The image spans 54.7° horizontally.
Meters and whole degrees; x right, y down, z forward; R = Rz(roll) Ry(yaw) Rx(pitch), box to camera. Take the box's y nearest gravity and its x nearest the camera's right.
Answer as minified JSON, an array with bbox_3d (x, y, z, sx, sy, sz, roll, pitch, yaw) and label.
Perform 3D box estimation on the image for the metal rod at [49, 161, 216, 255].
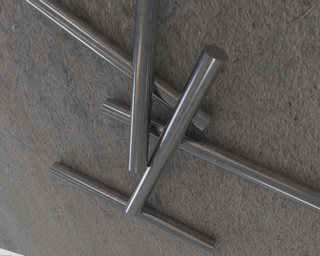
[{"bbox_3d":[-0.053,0.128,0.513,0.301,0.025,0.025,23,127,14],"label":"metal rod"}]

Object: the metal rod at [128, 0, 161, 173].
[{"bbox_3d":[-0.016,-0.083,0.337,0.025,0.025,0.298,15,117,20],"label":"metal rod"}]

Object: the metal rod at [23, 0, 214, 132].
[{"bbox_3d":[-0.063,-0.095,0.381,0.300,0.025,0.025,37,129,3],"label":"metal rod"}]

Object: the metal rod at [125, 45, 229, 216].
[{"bbox_3d":[0.005,0.029,0.389,0.025,0.025,0.298,32,133,7],"label":"metal rod"}]

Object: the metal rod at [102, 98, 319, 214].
[{"bbox_3d":[0.061,0.030,0.393,0.301,0.025,0.025,24,127,13],"label":"metal rod"}]
